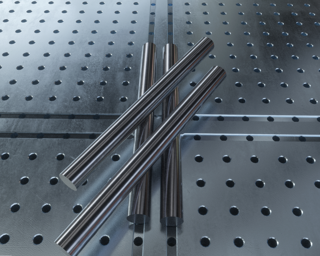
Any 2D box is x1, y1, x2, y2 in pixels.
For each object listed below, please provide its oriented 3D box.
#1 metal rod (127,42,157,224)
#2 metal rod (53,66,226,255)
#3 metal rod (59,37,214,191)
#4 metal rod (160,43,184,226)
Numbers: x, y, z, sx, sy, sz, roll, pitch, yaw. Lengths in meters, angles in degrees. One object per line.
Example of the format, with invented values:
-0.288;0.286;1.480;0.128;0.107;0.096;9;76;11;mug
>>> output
-0.020;-0.019;0.424;0.025;0.025;0.300;1;50;1;metal rod
-0.002;0.017;0.361;0.025;0.025;0.301;28;55;21;metal rod
-0.012;-0.037;0.407;0.025;0.025;0.301;28;55;21;metal rod
0.015;-0.016;0.422;0.025;0.025;0.300;1;50;1;metal rod
